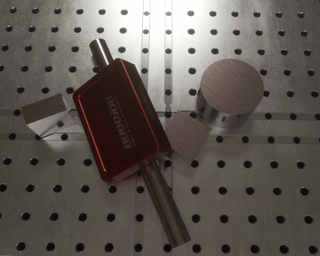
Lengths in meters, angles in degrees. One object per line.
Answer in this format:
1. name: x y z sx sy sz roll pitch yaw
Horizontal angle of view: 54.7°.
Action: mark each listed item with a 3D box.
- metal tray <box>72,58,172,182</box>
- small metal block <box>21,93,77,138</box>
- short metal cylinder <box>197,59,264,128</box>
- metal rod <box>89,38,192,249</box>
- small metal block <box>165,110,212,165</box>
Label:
1. metal tray: -0.052 -0.010 0.387 0.090 0.030 0.130 -32 70 24
2. small metal block: -0.142 -0.015 0.402 0.050 0.050 0.025 -21 72 -8
3. short metal cylinder: 0.092 -0.045 0.416 0.081 0.050 0.080 0 70 0
4. metal rod: -0.033 0.006 0.408 0.025 0.025 0.299 -22 72 -8
5. small metal block: 0.032 0.012 0.408 0.050 0.025 0.050 30 72 10
